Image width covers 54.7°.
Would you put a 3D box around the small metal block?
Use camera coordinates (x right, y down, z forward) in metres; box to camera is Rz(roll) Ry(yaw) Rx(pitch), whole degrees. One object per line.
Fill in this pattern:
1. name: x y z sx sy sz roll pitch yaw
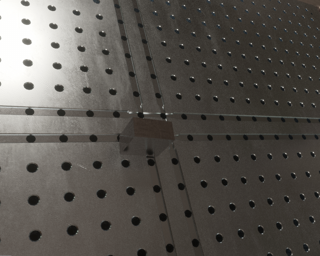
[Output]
1. small metal block: -0.017 0.012 0.377 0.050 0.050 0.025 6 59 -26
